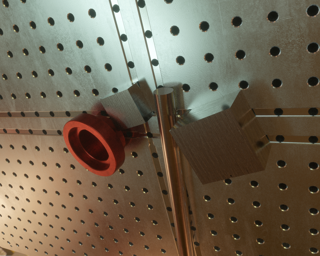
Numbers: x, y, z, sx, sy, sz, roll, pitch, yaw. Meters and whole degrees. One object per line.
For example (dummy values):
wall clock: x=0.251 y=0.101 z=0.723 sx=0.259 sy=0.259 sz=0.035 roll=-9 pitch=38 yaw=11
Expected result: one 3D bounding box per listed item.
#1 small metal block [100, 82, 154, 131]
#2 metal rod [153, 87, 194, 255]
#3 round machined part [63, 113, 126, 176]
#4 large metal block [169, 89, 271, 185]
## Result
small metal block: x=-0.044 y=-0.028 z=0.417 sx=0.050 sy=0.025 sz=0.050 roll=-16 pitch=110 yaw=34
metal rod: x=0.025 y=0.085 z=0.450 sx=0.025 sy=0.025 sz=0.298 roll=5 pitch=121 yaw=25
round machined part: x=-0.090 y=0.020 z=0.454 sx=0.098 sy=0.042 sz=0.097 roll=21 pitch=133 yaw=24
large metal block: x=0.072 y=0.013 z=0.365 sx=0.080 sy=0.050 sz=0.080 roll=-22 pitch=107 yaw=36
